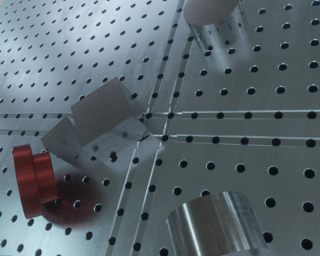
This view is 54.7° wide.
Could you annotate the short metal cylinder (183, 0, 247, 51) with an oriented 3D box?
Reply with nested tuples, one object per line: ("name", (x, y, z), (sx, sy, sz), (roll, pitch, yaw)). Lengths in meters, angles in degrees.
("short metal cylinder", (0.080, -0.160, 0.447), (0.080, 0.050, 0.080), (-13, 56, 20))

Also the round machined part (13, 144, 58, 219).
("round machined part", (-0.165, 0.068, 0.417), (0.042, 0.097, 0.098), (-11, 48, -22))

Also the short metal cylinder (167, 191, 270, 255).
("short metal cylinder", (0.051, 0.100, 0.284), (0.080, 0.080, 0.050), (-25, 53, 12))

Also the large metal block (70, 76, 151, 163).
("large metal block", (-0.070, -0.012, 0.435), (0.080, 0.050, 0.080), (-32, 52, 7))

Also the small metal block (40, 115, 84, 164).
("small metal block", (-0.133, 0.018, 0.449), (0.050, 0.050, 0.025), (-43, 51, -1))
